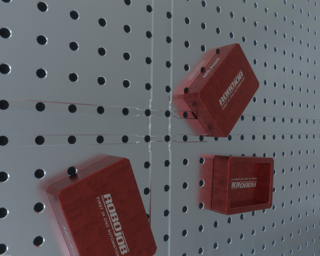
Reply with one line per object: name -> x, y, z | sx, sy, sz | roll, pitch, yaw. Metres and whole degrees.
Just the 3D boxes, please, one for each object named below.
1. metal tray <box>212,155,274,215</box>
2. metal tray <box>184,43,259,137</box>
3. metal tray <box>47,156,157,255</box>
metal tray -> 0.143, 0.093, 0.524 | 0.131, 0.030, 0.090 | 6, 86, -40
metal tray -> 0.102, -0.060, 0.490 | 0.130, 0.030, 0.090 | -52, 120, -27
metal tray -> -0.061, 0.108, 0.354 | 0.091, 0.030, 0.129 | -26, 106, -37
